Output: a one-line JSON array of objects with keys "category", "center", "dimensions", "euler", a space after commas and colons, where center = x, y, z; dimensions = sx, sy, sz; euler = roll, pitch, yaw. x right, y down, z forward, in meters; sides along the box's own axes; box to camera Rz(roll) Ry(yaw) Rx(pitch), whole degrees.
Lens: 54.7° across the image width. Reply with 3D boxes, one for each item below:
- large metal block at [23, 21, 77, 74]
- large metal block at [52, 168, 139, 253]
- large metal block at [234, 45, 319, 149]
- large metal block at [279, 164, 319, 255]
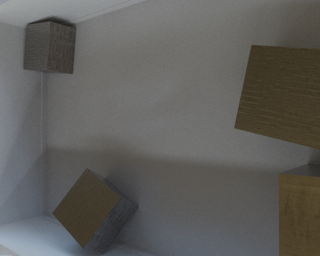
[{"category": "large metal block", "center": [-0.198, -0.141, 0.554], "dimensions": [0.080, 0.050, 0.079], "euler": [10, 96, 39]}, {"category": "large metal block", "center": [-0.093, 0.118, 0.446], "dimensions": [0.080, 0.050, 0.080], "euler": [30, 80, 36]}, {"category": "large metal block", "center": [0.125, -0.030, 0.288], "dimensions": [0.080, 0.050, 0.079], "euler": [16, 101, 39]}, {"category": "large metal block", "center": [0.138, 0.075, 0.257], "dimensions": [0.050, 0.081, 0.080], "euler": [0, 90, 40]}]
